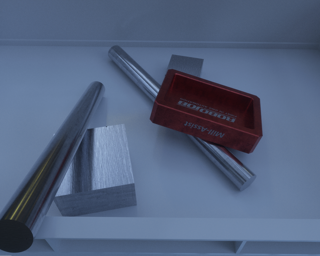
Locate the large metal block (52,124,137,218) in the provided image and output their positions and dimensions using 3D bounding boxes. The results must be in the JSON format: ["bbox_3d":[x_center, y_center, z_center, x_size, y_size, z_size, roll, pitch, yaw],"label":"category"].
[{"bbox_3d":[-0.073,0.047,0.349,0.081,0.050,0.080,-8,51,-8],"label":"large metal block"}]

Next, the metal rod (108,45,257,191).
[{"bbox_3d":[0.013,-0.031,0.431,0.025,0.025,0.300,-29,56,-22],"label":"metal rod"}]

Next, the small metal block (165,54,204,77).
[{"bbox_3d":[0.038,-0.085,0.477,0.050,0.025,0.050,11,51,8],"label":"small metal block"}]

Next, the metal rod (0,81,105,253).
[{"bbox_3d":[-0.089,0.003,0.316,0.025,0.025,0.300,-1,23,-1],"label":"metal rod"}]

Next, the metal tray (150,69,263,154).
[{"bbox_3d":[0.061,-0.025,0.396,0.131,0.030,0.090,18,39,1],"label":"metal tray"}]
